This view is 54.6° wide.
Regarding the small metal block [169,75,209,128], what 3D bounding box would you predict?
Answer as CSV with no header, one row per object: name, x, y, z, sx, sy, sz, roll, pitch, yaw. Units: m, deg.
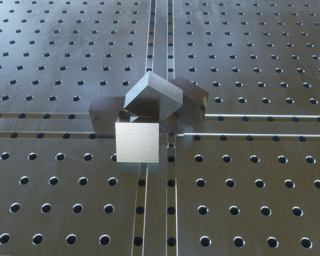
small metal block,0.036,-0.036,0.422,0.050,0.050,0.025,36,58,26

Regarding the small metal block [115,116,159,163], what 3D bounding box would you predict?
small metal block,-0.026,0.014,0.377,0.050,0.050,0.025,1,18,1

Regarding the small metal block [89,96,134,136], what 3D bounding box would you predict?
small metal block,-0.061,-0.014,0.403,0.050,0.050,0.025,1,51,1

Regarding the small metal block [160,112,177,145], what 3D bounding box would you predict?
small metal block,-0.003,-0.006,0.412,0.050,0.025,0.050,2,50,0

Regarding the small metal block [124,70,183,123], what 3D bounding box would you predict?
small metal block,-0.008,-0.034,0.375,0.050,0.050,0.025,27,45,-26
